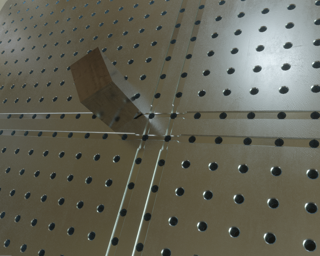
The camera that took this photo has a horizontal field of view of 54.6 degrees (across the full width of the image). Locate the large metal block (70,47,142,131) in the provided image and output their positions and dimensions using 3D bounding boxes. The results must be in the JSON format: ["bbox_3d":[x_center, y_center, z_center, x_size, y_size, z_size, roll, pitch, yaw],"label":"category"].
[{"bbox_3d":[-0.078,-0.055,0.449,0.050,0.080,0.080,-32,52,7],"label":"large metal block"}]
